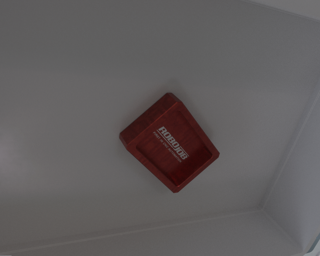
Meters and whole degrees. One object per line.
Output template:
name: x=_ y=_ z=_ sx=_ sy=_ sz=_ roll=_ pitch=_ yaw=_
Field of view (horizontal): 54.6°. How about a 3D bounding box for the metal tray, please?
metal tray: x=0.018 y=0.025 z=0.429 sx=0.090 sy=0.030 sz=0.130 roll=-41 pitch=129 yaw=0
